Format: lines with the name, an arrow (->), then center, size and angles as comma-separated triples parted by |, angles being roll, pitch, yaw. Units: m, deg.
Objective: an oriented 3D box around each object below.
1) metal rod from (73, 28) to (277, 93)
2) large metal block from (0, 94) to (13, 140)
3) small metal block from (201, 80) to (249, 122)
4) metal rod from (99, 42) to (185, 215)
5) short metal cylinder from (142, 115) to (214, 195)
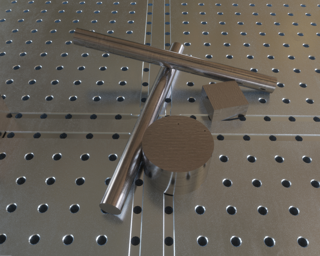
metal rod -> 0.023, -0.099, 0.459 | 0.302, 0.025, 0.025 | 14, 51, -2
large metal block -> -0.250, -0.004, 0.391 | 0.080, 0.050, 0.080 | 4, 50, 2
small metal block -> 0.091, -0.039, 0.442 | 0.050, 0.025, 0.050 | -10, 51, -9
metal rod -> -0.012, -0.023, 0.426 | 0.025, 0.025, 0.300 | 13, 51, 10
short metal cylinder -> 0.020, 0.031, 0.365 | 0.081, 0.050, 0.080 | 0, 50, 0
